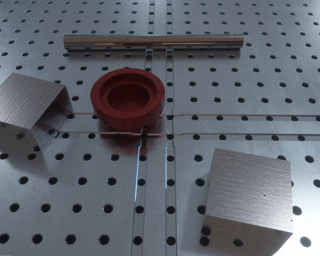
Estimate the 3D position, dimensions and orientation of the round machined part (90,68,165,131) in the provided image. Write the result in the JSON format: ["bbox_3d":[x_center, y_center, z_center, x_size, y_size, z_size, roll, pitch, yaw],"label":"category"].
[{"bbox_3d":[-0.042,-0.035,0.426,0.099,0.042,0.098,0,50,0],"label":"round machined part"}]

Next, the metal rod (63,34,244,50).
[{"bbox_3d":[-0.010,-0.148,0.531,0.302,0.025,0.025,-1,50,-1],"label":"metal rod"}]

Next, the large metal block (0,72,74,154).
[{"bbox_3d":[-0.175,-0.021,0.408,0.080,0.050,0.080,14,52,12],"label":"large metal block"}]

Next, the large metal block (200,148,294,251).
[{"bbox_3d":[0.091,0.074,0.330,0.080,0.050,0.080,10,51,8],"label":"large metal block"}]
